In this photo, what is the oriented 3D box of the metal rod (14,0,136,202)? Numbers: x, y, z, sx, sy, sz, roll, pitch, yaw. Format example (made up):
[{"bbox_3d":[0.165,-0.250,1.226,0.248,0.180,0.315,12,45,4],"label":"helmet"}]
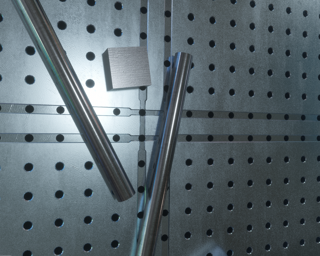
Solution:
[{"bbox_3d":[-0.105,-0.045,0.374,0.025,0.025,0.299,-28,100,-18],"label":"metal rod"}]

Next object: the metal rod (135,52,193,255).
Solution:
[{"bbox_3d":[0.004,0.046,0.415,0.025,0.025,0.298,13,86,-20],"label":"metal rod"}]

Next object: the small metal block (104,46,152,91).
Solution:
[{"bbox_3d":[-0.041,-0.076,0.398,0.050,0.025,0.050,-8,93,-20],"label":"small metal block"}]
